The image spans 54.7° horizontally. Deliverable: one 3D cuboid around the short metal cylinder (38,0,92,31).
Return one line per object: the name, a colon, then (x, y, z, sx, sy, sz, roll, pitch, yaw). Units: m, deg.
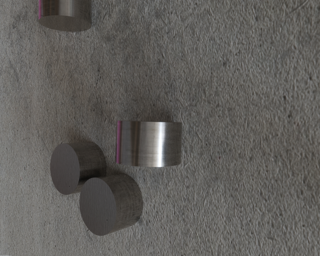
short metal cylinder: (-0.150, -0.190, 0.494, 0.080, 0.081, 0.050, 1, 90, 40)

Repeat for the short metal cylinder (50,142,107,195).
short metal cylinder: (-0.132, 0.063, 0.498, 0.080, 0.050, 0.080, 0, 90, 40)

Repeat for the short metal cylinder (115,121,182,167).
short metal cylinder: (-0.014, 0.017, 0.381, 0.080, 0.081, 0.050, 3, 92, 40)

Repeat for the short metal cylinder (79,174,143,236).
short metal cylinder: (-0.071, 0.109, 0.448, 0.080, 0.050, 0.080, 0, 90, 40)
